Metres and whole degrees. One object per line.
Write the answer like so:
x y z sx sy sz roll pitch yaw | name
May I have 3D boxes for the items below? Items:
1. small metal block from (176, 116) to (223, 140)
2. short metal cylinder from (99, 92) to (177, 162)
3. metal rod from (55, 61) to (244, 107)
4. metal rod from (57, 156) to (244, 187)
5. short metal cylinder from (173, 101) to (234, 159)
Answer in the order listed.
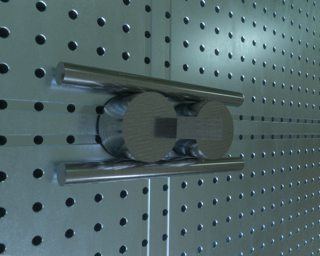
0.047 0.001 0.368 0.050 0.050 0.025 22 70 -83 | small metal block
-0.025 -0.001 0.368 0.081 0.050 0.079 0 90 -40 | short metal cylinder
0.013 -0.052 0.416 0.302 0.025 0.025 2 89 -40 | metal rod
0.014 0.054 0.417 0.302 0.025 0.025 3 88 -40 | metal rod
0.059 0.003 0.439 0.081 0.050 0.079 0 90 -40 | short metal cylinder
